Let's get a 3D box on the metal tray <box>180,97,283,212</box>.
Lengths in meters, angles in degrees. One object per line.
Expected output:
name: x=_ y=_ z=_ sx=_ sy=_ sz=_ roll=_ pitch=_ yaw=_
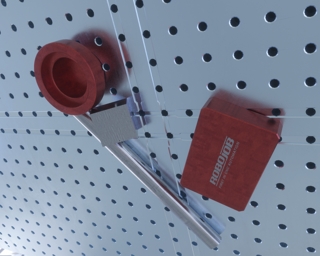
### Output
metal tray: x=0.083 y=0.036 z=0.386 sx=0.090 sy=0.030 sz=0.129 roll=22 pitch=127 yaw=14

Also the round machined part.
round machined part: x=-0.115 y=-0.069 z=0.414 sx=0.098 sy=0.042 sz=0.097 roll=12 pitch=121 yaw=21

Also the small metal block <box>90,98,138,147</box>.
small metal block: x=-0.062 y=-0.008 z=0.424 sx=0.050 sy=0.025 sz=0.050 roll=-16 pitch=114 yaw=2

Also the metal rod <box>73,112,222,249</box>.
metal rod: x=-0.022 y=0.070 z=0.464 sx=0.300 sy=0.025 sz=0.025 roll=45 pitch=129 yaw=-4
